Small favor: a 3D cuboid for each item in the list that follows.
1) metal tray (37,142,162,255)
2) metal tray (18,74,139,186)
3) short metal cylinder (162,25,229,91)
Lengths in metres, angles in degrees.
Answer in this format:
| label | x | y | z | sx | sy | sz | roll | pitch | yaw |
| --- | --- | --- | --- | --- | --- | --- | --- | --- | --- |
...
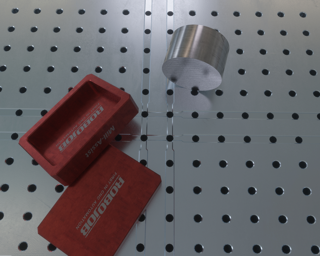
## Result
| label | x | y | z | sx | sy | sz | roll | pitch | yaw |
| --- | --- | --- | --- | --- | --- | --- | --- | --- | --- |
| metal tray | -0.069 | 0.093 | 0.374 | 0.090 | 0.030 | 0.130 | 31 | 73 | 10 |
| metal tray | -0.102 | -0.003 | 0.391 | 0.090 | 0.030 | 0.130 | 31 | 71 | 35 |
| short metal cylinder | 0.048 | -0.092 | 0.416 | 0.080 | 0.080 | 0.050 | 15 | 71 | 5 |
